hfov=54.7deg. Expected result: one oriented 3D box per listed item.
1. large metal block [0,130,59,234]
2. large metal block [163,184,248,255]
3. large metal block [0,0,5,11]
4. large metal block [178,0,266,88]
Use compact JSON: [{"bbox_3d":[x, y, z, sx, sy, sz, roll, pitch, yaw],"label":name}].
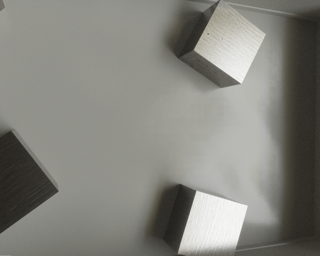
[{"bbox_3d":[-0.169,0.058,0.335,0.080,0.050,0.080,-37,102,-16],"label":"large metal block"},{"bbox_3d":[0.061,0.129,0.420,0.080,0.050,0.080,20,83,-19],"label":"large metal block"},{"bbox_3d":[-0.209,-0.128,0.304,0.080,0.080,0.050,-46,105,-14],"label":"large metal block"},{"bbox_3d":[0.085,-0.113,0.428,0.080,0.050,0.080,31,80,-18],"label":"large metal block"}]
